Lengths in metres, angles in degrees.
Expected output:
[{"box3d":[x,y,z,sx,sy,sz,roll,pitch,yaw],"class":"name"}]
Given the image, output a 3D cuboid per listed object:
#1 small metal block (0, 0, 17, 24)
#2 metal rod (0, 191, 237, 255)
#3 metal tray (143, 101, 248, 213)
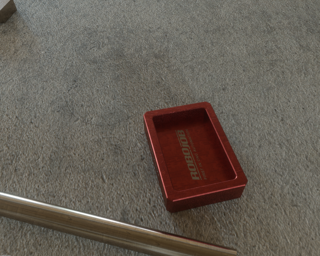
[{"box3d":[-0.312,-0.226,0.589,0.050,0.025,0.050,8,50,6],"class":"small metal block"},{"box3d":[-0.076,0.100,0.318,0.301,0.025,0.025,11,51,9],"class":"metal rod"},{"box3d":[0.037,0.029,0.375,0.091,0.030,0.130,-10,51,-9],"class":"metal tray"}]
